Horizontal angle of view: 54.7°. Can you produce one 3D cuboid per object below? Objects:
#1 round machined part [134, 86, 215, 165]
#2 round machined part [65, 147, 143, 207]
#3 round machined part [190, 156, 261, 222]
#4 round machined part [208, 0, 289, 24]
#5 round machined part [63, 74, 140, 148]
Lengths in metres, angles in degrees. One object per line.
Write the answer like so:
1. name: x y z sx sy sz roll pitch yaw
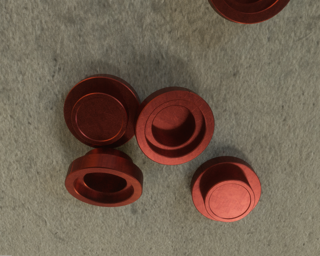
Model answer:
1. round machined part: 0.015 -0.006 0.392 0.099 0.042 0.097 -5 112 -11
2. round machined part: -0.071 0.062 0.409 0.099 0.042 0.097 1 138 1
3. round machined part: 0.094 0.092 0.436 0.099 0.042 0.097 0 110 -1
4. round machined part: 0.097 -0.166 0.341 0.099 0.042 0.097 0 110 -1
5. round machined part: -0.073 -0.017 0.394 0.099 0.042 0.097 0 110 -1
